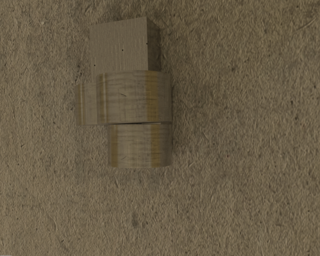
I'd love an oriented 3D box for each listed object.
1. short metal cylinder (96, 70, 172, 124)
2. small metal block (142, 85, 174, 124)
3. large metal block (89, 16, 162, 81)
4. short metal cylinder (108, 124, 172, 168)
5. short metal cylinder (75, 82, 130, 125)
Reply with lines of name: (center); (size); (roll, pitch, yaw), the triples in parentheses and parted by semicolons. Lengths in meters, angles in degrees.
short metal cylinder: (-0.028, -0.031, 0.338); (0.080, 0.080, 0.050); (-2, 89, 20)
small metal block: (-0.002, -0.030, 0.400); (0.025, 0.050, 0.050); (1, 91, 20)
large metal block: (-0.044, -0.095, 0.413); (0.080, 0.050, 0.080); (-2, 89, 20)
short metal cylinder: (-0.025, 0.021, 0.390); (0.080, 0.080, 0.050); (0, 90, 20)
short metal cylinder: (-0.069, -0.029, 0.406); (0.080, 0.080, 0.050); (-2, 89, 20)
